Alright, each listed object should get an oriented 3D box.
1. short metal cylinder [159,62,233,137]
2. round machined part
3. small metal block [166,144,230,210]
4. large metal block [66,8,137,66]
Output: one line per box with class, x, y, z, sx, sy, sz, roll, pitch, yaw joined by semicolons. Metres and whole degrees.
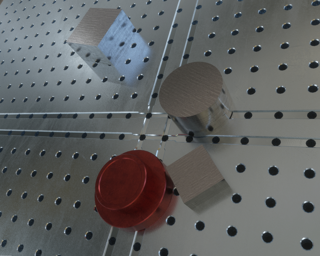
short metal cylinder;0.046;-0.036;0.389;0.080;0.050;0.080;-13;56;20
round machined part;-0.038;0.070;0.373;0.098;0.042;0.098;-13;56;20
small metal block;0.042;0.055;0.351;0.050;0.025;0.050;-33;52;6
large metal block;-0.102;-0.161;0.542;0.080;0.050;0.080;17;71;34
